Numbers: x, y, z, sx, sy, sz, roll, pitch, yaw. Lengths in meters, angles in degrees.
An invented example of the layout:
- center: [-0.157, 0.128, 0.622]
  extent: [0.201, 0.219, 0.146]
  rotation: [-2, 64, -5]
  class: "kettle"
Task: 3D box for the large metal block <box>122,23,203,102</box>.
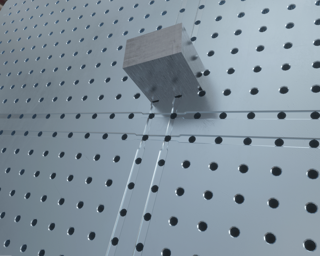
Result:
- center: [0.007, -0.086, 0.423]
  extent: [0.080, 0.080, 0.050]
  rotation: [-10, 57, 23]
  class: "large metal block"
